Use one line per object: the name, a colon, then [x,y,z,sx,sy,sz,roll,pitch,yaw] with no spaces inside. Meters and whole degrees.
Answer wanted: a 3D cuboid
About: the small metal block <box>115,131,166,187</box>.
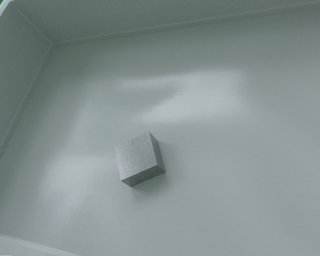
small metal block: [-0.026,0.040,0.393,0.050,0.025,0.050,-25,53,12]
